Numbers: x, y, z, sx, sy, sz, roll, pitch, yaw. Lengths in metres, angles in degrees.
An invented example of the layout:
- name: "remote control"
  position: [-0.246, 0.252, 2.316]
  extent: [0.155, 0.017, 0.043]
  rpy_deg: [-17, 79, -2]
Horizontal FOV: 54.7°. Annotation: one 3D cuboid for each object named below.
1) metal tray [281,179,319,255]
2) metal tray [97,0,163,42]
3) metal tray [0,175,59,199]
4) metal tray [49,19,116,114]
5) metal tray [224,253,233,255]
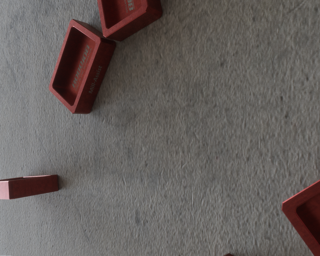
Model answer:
- name: "metal tray"
  position: [0.178, 0.096, 0.253]
  extent: [0.090, 0.030, 0.130]
  rpy_deg: [-45, 63, 30]
- name: "metal tray"
  position: [-0.050, -0.202, 0.440]
  extent: [0.090, 0.030, 0.129]
  rpy_deg: [-18, 79, 38]
- name: "metal tray"
  position: [-0.263, 0.109, 0.575]
  extent: [0.130, 0.091, 0.030]
  rpy_deg: [-10, 84, 39]
- name: "metal tray"
  position: [-0.130, -0.099, 0.506]
  extent: [0.090, 0.030, 0.129]
  rpy_deg: [39, 113, 32]
- name: "metal tray"
  position: [0.088, 0.215, 0.327]
  extent: [0.090, 0.030, 0.129]
  rpy_deg: [17, 101, 38]
